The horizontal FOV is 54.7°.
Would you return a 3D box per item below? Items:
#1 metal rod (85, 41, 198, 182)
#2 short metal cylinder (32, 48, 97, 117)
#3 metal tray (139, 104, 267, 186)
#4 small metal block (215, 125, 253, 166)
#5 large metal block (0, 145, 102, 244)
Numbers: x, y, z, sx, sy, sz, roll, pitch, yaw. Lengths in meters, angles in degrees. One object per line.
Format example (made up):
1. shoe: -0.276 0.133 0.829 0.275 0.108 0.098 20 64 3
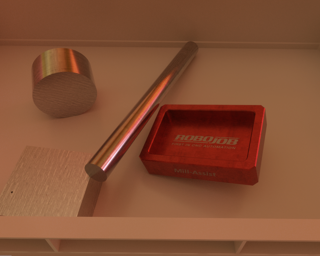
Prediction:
1. metal rod: -0.005 -0.045 0.412 0.025 0.025 0.301 18 43 14
2. short metal cylinder: -0.129 -0.060 0.418 0.081 0.080 0.050 -13 51 -11
3. metal tray: 0.051 0.014 0.362 0.130 0.030 0.090 3 50 25
4. small metal block: 0.094 0.017 0.392 0.050 0.025 0.050 9 50 6
5. large metal block: -0.112 0.070 0.329 0.080 0.050 0.080 6 50 5
